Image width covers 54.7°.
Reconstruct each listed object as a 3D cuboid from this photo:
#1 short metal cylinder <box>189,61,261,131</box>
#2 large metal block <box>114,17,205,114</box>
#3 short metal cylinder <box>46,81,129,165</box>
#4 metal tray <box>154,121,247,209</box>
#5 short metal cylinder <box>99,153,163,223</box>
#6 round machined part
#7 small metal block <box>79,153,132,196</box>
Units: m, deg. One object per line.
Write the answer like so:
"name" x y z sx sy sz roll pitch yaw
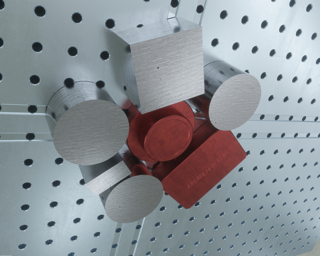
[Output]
"short metal cylinder" 0.086 -0.043 0.414 0.081 0.050 0.079 -14 124 -21
"large metal block" 0.001 -0.072 0.351 0.081 0.050 0.079 -20 126 -17
"short metal cylinder" -0.081 -0.005 0.346 0.081 0.050 0.079 -14 124 -21
"metal tray" 0.062 0.055 0.475 0.130 0.030 0.090 -42 129 0
"short metal cylinder" -0.042 0.081 0.421 0.081 0.050 0.079 -14 124 -21
"round machined part" 0.003 0.004 0.404 0.099 0.042 0.097 -14 124 -21
"small metal block" -0.070 0.048 0.385 0.050 0.050 0.025 -33 129 -7
